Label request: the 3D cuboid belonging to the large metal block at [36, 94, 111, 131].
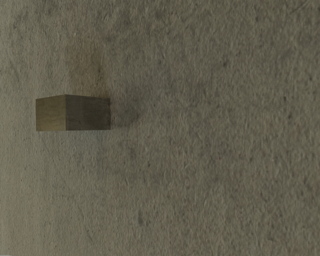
[{"bbox_3d":[-0.134,-0.021,0.482,0.080,0.081,0.050,-2,89,40],"label":"large metal block"}]
